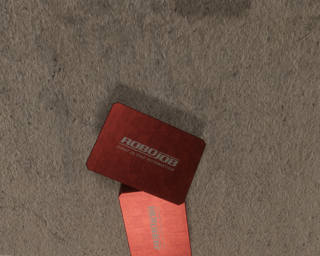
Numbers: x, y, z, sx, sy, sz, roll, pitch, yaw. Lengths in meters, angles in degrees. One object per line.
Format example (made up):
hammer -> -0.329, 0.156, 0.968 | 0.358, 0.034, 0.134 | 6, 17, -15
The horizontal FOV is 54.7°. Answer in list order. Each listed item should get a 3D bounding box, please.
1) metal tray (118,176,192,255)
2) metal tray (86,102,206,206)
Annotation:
metal tray -> -0.005, 0.139, 0.458 | 0.091, 0.030, 0.129 | -8, 110, 2
metal tray -> -0.017, 0.034, 0.399 | 0.131, 0.030, 0.090 | 24, 80, -9
